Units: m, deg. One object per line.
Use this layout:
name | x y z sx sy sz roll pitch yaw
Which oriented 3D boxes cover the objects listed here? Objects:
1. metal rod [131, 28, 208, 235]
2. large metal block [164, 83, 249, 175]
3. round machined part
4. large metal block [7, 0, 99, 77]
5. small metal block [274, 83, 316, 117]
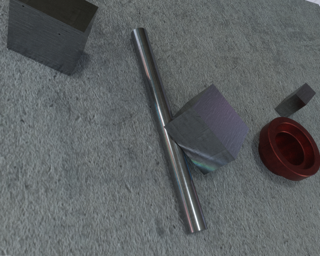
metal rod | 0.005 -0.013 0.414 0.025 0.025 0.299 -2 63 -29
large metal block | 0.063 0.000 0.403 0.080 0.050 0.080 50 38 -5
round machined part | 0.191 0.035 0.474 0.099 0.042 0.098 14 56 -21
large metal block | -0.130 -0.120 0.372 0.080 0.080 0.050 24 53 -14
small metal block | 0.237 -0.047 0.544 0.025 0.050 0.050 49 51 6
